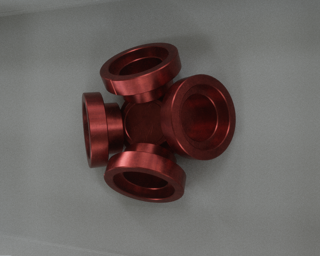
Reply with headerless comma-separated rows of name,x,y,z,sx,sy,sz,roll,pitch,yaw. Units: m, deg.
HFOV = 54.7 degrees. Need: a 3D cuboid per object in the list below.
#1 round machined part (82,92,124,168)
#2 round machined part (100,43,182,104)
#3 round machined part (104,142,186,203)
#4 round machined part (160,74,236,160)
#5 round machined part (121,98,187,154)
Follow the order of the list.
round machined part,-0.075,0.002,0.405,0.042,0.098,0.097,-5,88,-18
round machined part,-0.021,-0.066,0.386,0.098,0.098,0.042,-4,127,19
round machined part,-0.016,0.054,0.384,0.098,0.098,0.042,-1,54,19
round machined part,0.040,-0.012,0.366,0.042,0.099,0.097,-4,89,55
round machined part,-0.011,-0.006,0.402,0.098,0.042,0.097,0,90,19
